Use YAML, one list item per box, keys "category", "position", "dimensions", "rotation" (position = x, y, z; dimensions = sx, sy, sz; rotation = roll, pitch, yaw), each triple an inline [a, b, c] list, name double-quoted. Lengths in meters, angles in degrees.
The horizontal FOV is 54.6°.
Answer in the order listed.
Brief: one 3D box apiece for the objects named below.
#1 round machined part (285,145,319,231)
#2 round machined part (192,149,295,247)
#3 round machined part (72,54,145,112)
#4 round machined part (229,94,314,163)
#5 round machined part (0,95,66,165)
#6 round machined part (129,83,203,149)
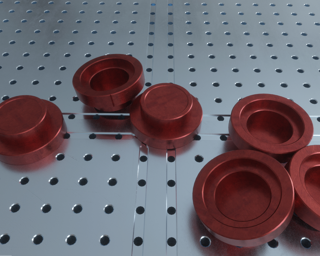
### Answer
- category: "round machined part"
  position: [0.179, 0.070, 0.335]
  dimensions: [0.099, 0.042, 0.098]
  rotation: [4, 51, -5]
- category: "round machined part"
  position: [0.087, 0.074, 0.322]
  dimensions: [0.098, 0.042, 0.098]
  rotation: [-13, 49, 15]
- category: "round machined part"
  position: [-0.070, -0.061, 0.442]
  dimensions: [0.098, 0.042, 0.098]
  rotation: [-5, 45, 5]
- category: "round machined part"
  position: [0.136, 0.005, 0.393]
  dimensions: [0.099, 0.042, 0.098]
  rotation: [0, 50, 0]
- category: "round machined part"
  position: [-0.176, -0.005, 0.400]
  dimensions: [0.099, 0.042, 0.098]
  rotation: [0, 50, 0]
- category: "round machined part"
  position: [0.008, -0.023, 0.416]
  dimensions: [0.099, 0.042, 0.098]
  rotation: [0, 50, 0]
